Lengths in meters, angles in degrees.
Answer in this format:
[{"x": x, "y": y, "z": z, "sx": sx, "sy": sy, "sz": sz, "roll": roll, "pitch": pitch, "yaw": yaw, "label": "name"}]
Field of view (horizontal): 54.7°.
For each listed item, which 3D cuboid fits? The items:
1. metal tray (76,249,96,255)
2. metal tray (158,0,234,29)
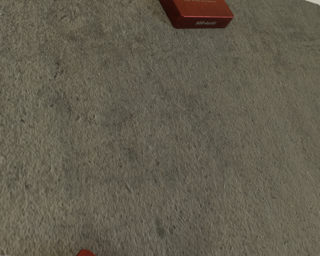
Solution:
[{"x": -0.037, "y": 0.167, "z": 0.240, "sx": 0.130, "sy": 0.030, "sz": 0.090, "roll": 38, "pitch": 16, "yaw": 4, "label": "metal tray"}, {"x": 0.066, "y": -0.229, "z": 0.575, "sx": 0.131, "sy": 0.030, "sz": 0.090, "roll": -13, "pitch": 68, "yaw": -33, "label": "metal tray"}]
